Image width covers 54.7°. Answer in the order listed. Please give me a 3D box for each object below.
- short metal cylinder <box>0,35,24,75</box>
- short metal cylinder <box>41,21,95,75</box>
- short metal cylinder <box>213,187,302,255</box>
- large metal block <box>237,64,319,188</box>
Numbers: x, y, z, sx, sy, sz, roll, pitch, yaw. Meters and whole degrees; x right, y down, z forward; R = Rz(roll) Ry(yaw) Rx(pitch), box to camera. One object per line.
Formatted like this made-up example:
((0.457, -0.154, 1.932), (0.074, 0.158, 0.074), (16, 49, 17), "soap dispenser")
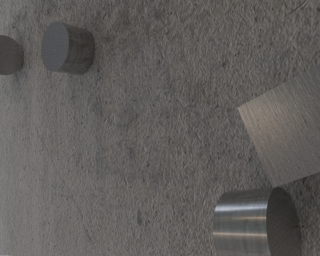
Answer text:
((-0.337, -0.150, 0.647), (0.050, 0.081, 0.079), (6, 94, 40), "short metal cylinder")
((-0.153, -0.131, 0.515), (0.080, 0.050, 0.080), (0, 90, 40), "short metal cylinder")
((0.093, 0.098, 0.292), (0.050, 0.081, 0.080), (-15, 81, 39), "short metal cylinder")
((0.131, 0.000, 0.281), (0.080, 0.050, 0.080), (-31, 71, 35), "large metal block")
